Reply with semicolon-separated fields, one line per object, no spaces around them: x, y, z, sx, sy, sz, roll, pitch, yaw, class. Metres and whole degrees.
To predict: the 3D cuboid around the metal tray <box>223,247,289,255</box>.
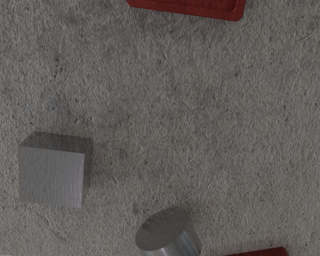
0.144;0.246;0.499;0.131;0.030;0.089;-11;110;3;metal tray

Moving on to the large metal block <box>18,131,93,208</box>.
-0.138;0.055;0.415;0.081;0.050;0.079;7;110;-3;large metal block

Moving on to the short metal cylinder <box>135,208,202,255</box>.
0.012;0.161;0.440;0.080;0.080;0.050;-24;109;8;short metal cylinder

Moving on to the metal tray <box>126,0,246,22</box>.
0.033;-0.173;0.343;0.131;0.030;0.089;7;110;-3;metal tray
